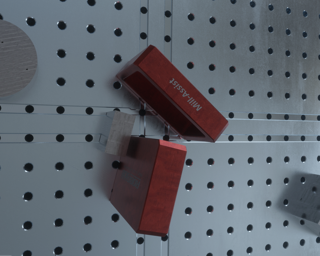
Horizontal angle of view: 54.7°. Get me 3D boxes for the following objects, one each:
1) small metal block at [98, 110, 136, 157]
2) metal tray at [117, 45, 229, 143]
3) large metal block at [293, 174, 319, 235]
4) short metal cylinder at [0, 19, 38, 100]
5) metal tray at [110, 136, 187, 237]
[{"bbox_3d":[-0.054,0.007,0.380,0.025,0.050,0.050,16,85,-20],"label":"small metal block"},{"bbox_3d":[0.013,-0.037,0.383,0.130,0.090,0.030,43,77,-15],"label":"metal tray"},{"bbox_3d":[0.280,0.134,0.506,0.080,0.050,0.080,38,78,-17],"label":"large metal block"},{"bbox_3d":[-0.175,-0.071,0.335,0.081,0.050,0.079,0,90,-20],"label":"short metal cylinder"},{"bbox_3d":[-0.019,0.057,0.351,0.030,0.130,0.090,15,85,-20],"label":"metal tray"}]
